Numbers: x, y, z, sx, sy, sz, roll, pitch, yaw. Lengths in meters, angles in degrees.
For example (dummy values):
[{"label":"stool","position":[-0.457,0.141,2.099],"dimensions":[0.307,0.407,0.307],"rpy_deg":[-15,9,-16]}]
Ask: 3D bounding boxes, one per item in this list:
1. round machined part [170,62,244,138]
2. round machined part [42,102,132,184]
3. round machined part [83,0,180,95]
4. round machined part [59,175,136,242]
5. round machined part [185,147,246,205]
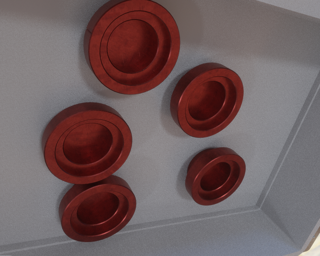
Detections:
[{"label":"round machined part","position":[0.057,-0.039,0.406],"dimensions":[0.099,0.042,0.097],"rpy_deg":[-14,125,-21]},{"label":"round machined part","position":[-0.086,0.014,0.360],"dimensions":[0.099,0.042,0.097],"rpy_deg":[-14,125,-21]},{"label":"round machined part","position":[-0.032,-0.088,0.327],"dimensions":[0.099,0.042,0.097],"rpy_deg":[-14,125,-21]},{"label":"round machined part","position":[-0.085,0.101,0.415],"dimensions":[0.099,0.042,0.097],"rpy_deg":[-14,125,-21]},{"label":"round machined part","position":[0.083,0.071,0.489],"dimensions":[0.099,0.042,0.097],"rpy_deg":[-14,125,-21]}]
